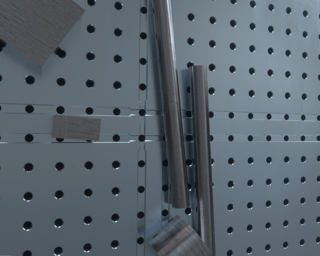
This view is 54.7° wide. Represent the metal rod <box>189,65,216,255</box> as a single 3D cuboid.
[{"bbox_3d":[0.060,0.063,0.436,0.025,0.025,0.298,-3,91,-20],"label":"metal rod"}]

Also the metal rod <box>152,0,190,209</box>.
[{"bbox_3d":[0.014,-0.042,0.418,0.025,0.025,0.298,-6,92,-20],"label":"metal rod"}]

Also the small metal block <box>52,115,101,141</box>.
[{"bbox_3d":[-0.100,0.000,0.363,0.050,0.050,0.025,5,89,-20],"label":"small metal block"}]

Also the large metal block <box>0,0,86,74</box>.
[{"bbox_3d":[-0.143,-0.120,0.346,0.080,0.050,0.080,36,78,-17],"label":"large metal block"}]

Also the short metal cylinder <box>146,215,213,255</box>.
[{"bbox_3d":[0.026,0.160,0.395,0.050,0.080,0.080,-35,102,-17],"label":"short metal cylinder"}]
